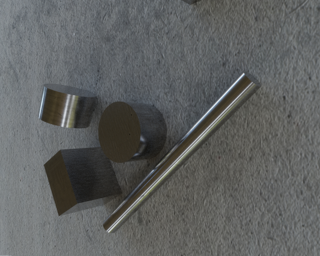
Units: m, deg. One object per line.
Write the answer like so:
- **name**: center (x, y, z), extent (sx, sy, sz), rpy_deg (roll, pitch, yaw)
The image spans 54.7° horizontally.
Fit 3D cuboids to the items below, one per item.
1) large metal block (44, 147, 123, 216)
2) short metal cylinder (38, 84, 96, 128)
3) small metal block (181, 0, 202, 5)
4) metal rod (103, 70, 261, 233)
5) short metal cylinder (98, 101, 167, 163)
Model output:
- **large metal block**: center (-0.115, 0.077, 0.464), extent (0.050, 0.081, 0.080), rpy_deg (-37, 68, 34)
- **short metal cylinder**: center (-0.146, -0.036, 0.490), extent (0.080, 0.081, 0.050), rpy_deg (24, 105, 37)
- **small metal block**: center (0.047, -0.182, 0.366), extent (0.050, 0.025, 0.050), rpy_deg (-8, 85, 39)
- **metal rod**: center (0.011, 0.048, 0.395), extent (0.299, 0.025, 0.025), rpy_deg (-49, 61, 28)
- **short metal cylinder**: center (-0.038, 0.005, 0.420), extent (0.080, 0.050, 0.079), rpy_deg (0, 90, 40)
